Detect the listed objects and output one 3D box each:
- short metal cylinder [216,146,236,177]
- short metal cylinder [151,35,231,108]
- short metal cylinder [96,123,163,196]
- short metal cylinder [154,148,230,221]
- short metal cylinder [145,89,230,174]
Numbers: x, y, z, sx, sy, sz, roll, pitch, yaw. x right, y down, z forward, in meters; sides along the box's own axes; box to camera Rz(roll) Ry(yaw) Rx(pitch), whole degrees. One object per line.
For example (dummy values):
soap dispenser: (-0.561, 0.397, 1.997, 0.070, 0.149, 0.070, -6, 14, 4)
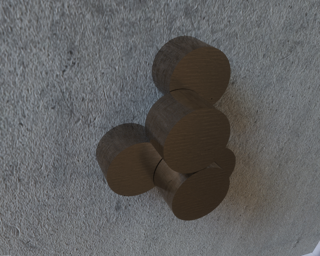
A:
short metal cylinder: (0.063, 0.049, 0.456, 0.081, 0.050, 0.079, -14, 124, -21)
short metal cylinder: (0.036, -0.065, 0.372, 0.081, 0.050, 0.079, -14, 124, -21)
short metal cylinder: (-0.036, 0.040, 0.397, 0.081, 0.050, 0.079, -14, 124, -21)
short metal cylinder: (0.039, 0.068, 0.390, 0.081, 0.050, 0.079, -14, 124, -21)
short metal cylinder: (0.030, 0.003, 0.344, 0.081, 0.050, 0.079, -14, 124, -21)
